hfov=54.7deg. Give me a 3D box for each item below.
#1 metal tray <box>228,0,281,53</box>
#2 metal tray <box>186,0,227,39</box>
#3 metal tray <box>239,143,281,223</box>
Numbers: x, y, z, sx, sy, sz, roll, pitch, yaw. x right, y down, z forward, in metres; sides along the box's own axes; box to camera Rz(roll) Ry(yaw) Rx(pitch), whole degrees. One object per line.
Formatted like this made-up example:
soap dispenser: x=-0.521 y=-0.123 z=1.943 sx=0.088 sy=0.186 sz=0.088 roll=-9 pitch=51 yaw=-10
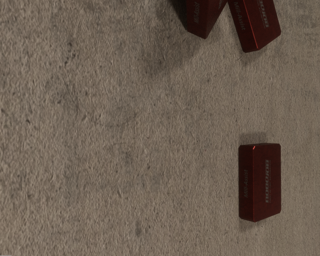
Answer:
metal tray: x=0.163 y=-0.209 z=0.541 sx=0.091 sy=0.030 sz=0.129 roll=-37 pitch=113 yaw=-34
metal tray: x=0.068 y=-0.184 z=0.395 sx=0.090 sy=0.030 sz=0.130 roll=-61 pitch=170 yaw=-6
metal tray: x=0.181 y=0.094 z=0.557 sx=0.091 sy=0.030 sz=0.129 roll=-1 pitch=91 yaw=-40
